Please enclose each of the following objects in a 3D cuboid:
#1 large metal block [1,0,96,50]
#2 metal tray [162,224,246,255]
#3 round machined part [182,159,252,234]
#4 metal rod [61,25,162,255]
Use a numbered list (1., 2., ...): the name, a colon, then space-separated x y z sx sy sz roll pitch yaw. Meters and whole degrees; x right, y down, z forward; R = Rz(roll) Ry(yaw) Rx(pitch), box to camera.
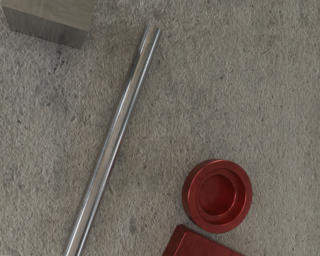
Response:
1. large metal block: -0.118 -0.129 0.336 0.081 0.080 0.050 12 86 -20
2. metal tray: 0.063 0.203 0.432 0.131 0.030 0.090 31 80 -18
3. round machined part: 0.075 0.091 0.429 0.099 0.042 0.097 0 90 -21
4. metal rod: -0.057 0.012 0.388 0.025 0.025 0.299 21 83 -19
